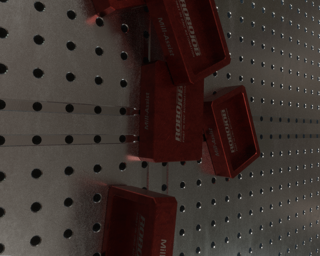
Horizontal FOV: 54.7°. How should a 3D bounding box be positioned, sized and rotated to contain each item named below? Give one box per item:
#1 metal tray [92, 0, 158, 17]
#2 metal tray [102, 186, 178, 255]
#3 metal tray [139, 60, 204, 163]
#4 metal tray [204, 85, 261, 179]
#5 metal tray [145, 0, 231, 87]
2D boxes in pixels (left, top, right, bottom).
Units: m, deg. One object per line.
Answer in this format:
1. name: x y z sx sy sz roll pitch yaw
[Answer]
1. metal tray: -0.031 -0.196 0.380 0.131 0.030 0.089 -30 109 -36
2. metal tray: -0.027 0.135 0.345 0.030 0.090 0.129 10 84 -40
3. metal tray: 0.018 -0.020 0.423 0.091 0.030 0.129 3 88 -40
4. metal tray: 0.115 0.005 0.505 0.091 0.030 0.129 -29 108 -37
5. metal tray: 0.039 -0.130 0.400 0.091 0.030 0.129 -33 111 -35
